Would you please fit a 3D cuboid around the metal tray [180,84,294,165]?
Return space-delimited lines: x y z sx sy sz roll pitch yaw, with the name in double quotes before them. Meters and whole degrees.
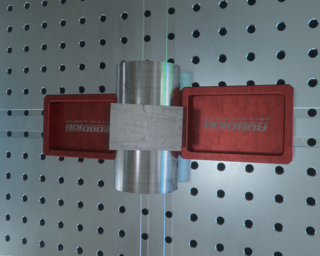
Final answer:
"metal tray" 0.091 -0.005 0.377 0.130 0.030 0.089 1 90 19

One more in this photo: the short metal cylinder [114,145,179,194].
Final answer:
"short metal cylinder" -0.017 0.049 0.389 0.080 0.080 0.050 2 91 20

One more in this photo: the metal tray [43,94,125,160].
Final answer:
"metal tray" -0.105 -0.003 0.446 0.130 0.030 0.089 1 90 19

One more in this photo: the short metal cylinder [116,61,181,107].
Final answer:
"short metal cylinder" -0.015 -0.051 0.388 0.080 0.080 0.050 2 91 20

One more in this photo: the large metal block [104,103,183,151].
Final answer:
"large metal block" -0.024 -0.001 0.376 0.081 0.080 0.050 2 91 -14
